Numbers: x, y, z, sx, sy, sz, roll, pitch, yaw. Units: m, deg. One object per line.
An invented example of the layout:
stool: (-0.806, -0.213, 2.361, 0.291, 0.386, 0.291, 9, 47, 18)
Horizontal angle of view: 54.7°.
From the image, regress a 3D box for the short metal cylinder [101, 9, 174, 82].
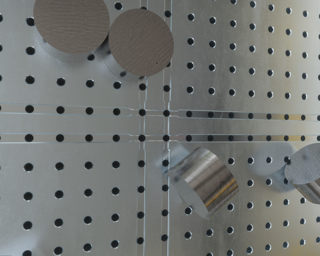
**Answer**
short metal cylinder: (-0.029, -0.101, 0.389, 0.081, 0.050, 0.079, 0, 90, -21)

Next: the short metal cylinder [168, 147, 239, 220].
short metal cylinder: (0.055, 0.071, 0.405, 0.050, 0.080, 0.080, -36, 102, -17)

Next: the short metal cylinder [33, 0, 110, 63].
short metal cylinder: (-0.103, -0.121, 0.361, 0.081, 0.050, 0.079, 0, 90, -21)

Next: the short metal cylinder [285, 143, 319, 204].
short metal cylinder: (0.242, 0.069, 0.475, 0.050, 0.080, 0.080, 43, 76, -16)
